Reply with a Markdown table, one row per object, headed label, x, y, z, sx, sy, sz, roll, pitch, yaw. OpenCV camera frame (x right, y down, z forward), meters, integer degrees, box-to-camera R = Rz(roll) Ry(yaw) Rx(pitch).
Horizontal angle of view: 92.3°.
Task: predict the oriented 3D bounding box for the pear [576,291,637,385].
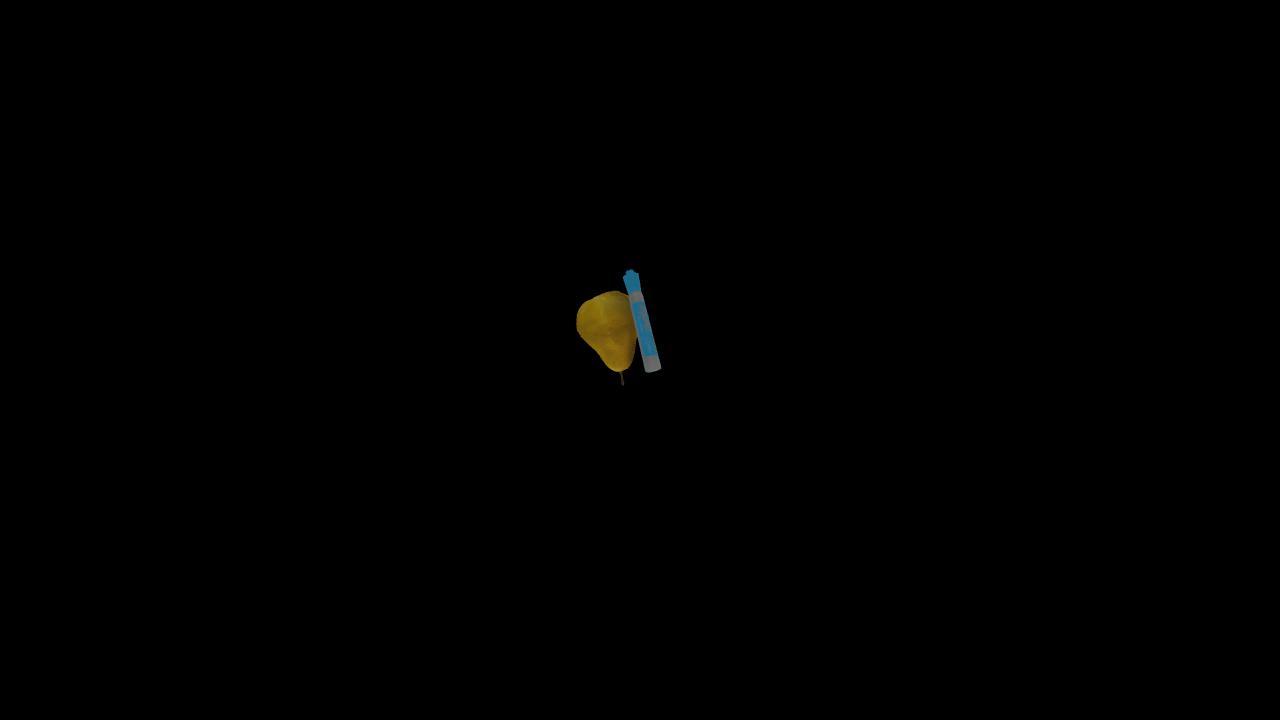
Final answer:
| label | x | y | z | sx | sy | sz | roll | pitch | yaw |
| --- | --- | --- | --- | --- | --- | --- | --- | --- | --- |
| pear | -0.030 | -0.024 | 0.737 | 0.080 | 0.111 | 0.080 | -20 | 0 | 0 |

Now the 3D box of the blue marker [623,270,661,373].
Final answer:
| label | x | y | z | sx | sy | sz | roll | pitch | yaw |
| --- | --- | --- | --- | --- | --- | --- | --- | --- | --- |
| blue marker | 0.001 | -0.046 | 0.699 | 0.020 | 0.121 | 0.020 | -13 | -12 | -3 |
